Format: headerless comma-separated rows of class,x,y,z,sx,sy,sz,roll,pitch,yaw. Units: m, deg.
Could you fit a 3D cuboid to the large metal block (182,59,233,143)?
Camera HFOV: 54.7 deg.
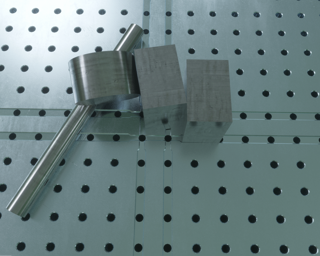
large metal block,0.056,-0.031,0.395,0.050,0.080,0.080,1,70,0

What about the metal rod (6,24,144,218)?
metal rod,-0.104,-0.023,0.418,0.025,0.025,0.300,26,72,9

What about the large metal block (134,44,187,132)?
large metal block,0.000,-0.048,0.400,0.050,0.080,0.080,-8,70,-3

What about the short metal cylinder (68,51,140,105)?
short metal cylinder,-0.067,-0.059,0.381,0.081,0.080,0.050,-9,90,-4
